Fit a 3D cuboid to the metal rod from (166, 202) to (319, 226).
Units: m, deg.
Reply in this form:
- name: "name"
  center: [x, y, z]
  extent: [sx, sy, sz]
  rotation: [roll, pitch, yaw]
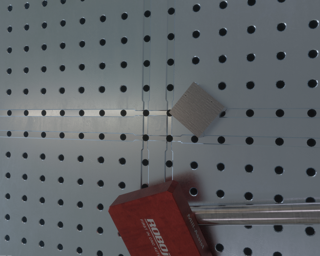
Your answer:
- name: "metal rod"
  center: [0.110, 0.104, 0.373]
  extent: [0.301, 0.025, 0.025]
  rotation: [-7, 88, 19]

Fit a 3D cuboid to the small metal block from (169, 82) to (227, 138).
- name: "small metal block"
  center: [0.049, -0.023, 0.395]
  extent: [0.050, 0.025, 0.050]
  rotation: [42, 103, 15]

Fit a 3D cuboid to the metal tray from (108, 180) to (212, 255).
- name: "metal tray"
  center: [0.004, 0.138, 0.386]
  extent: [0.090, 0.030, 0.129]
  rotation: [-21, 100, 22]
